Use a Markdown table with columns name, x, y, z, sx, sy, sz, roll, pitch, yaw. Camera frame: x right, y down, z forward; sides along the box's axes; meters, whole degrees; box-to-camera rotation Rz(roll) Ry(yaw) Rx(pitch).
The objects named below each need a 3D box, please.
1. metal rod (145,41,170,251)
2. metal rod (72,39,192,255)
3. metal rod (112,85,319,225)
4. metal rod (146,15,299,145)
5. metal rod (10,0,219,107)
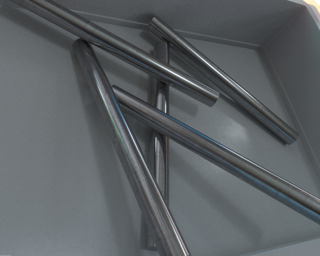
| name | x | y | z | sx | sy | sz | roll | pitch | yaw |
| --- | --- | --- | --- | --- | --- | --- | --- | --- | --- |
| metal rod | 0.000 | 0.001 | 0.406 | 0.025 | 0.025 | 0.299 | 15 | 56 | -21 |
| metal rod | -0.045 | 0.001 | 0.342 | 0.025 | 0.025 | 0.299 | -7 | 53 | -32 |
| metal rod | 0.063 | 0.028 | 0.364 | 0.301 | 0.025 | 0.025 | 30 | 49 | 13 |
| metal rod | 0.104 | -0.074 | 0.500 | 0.301 | 0.025 | 0.025 | 38 | 51 | -6 |
| metal rod | -0.055 | -0.106 | 0.409 | 0.301 | 0.025 | 0.025 | 27 | 52 | -12 |
